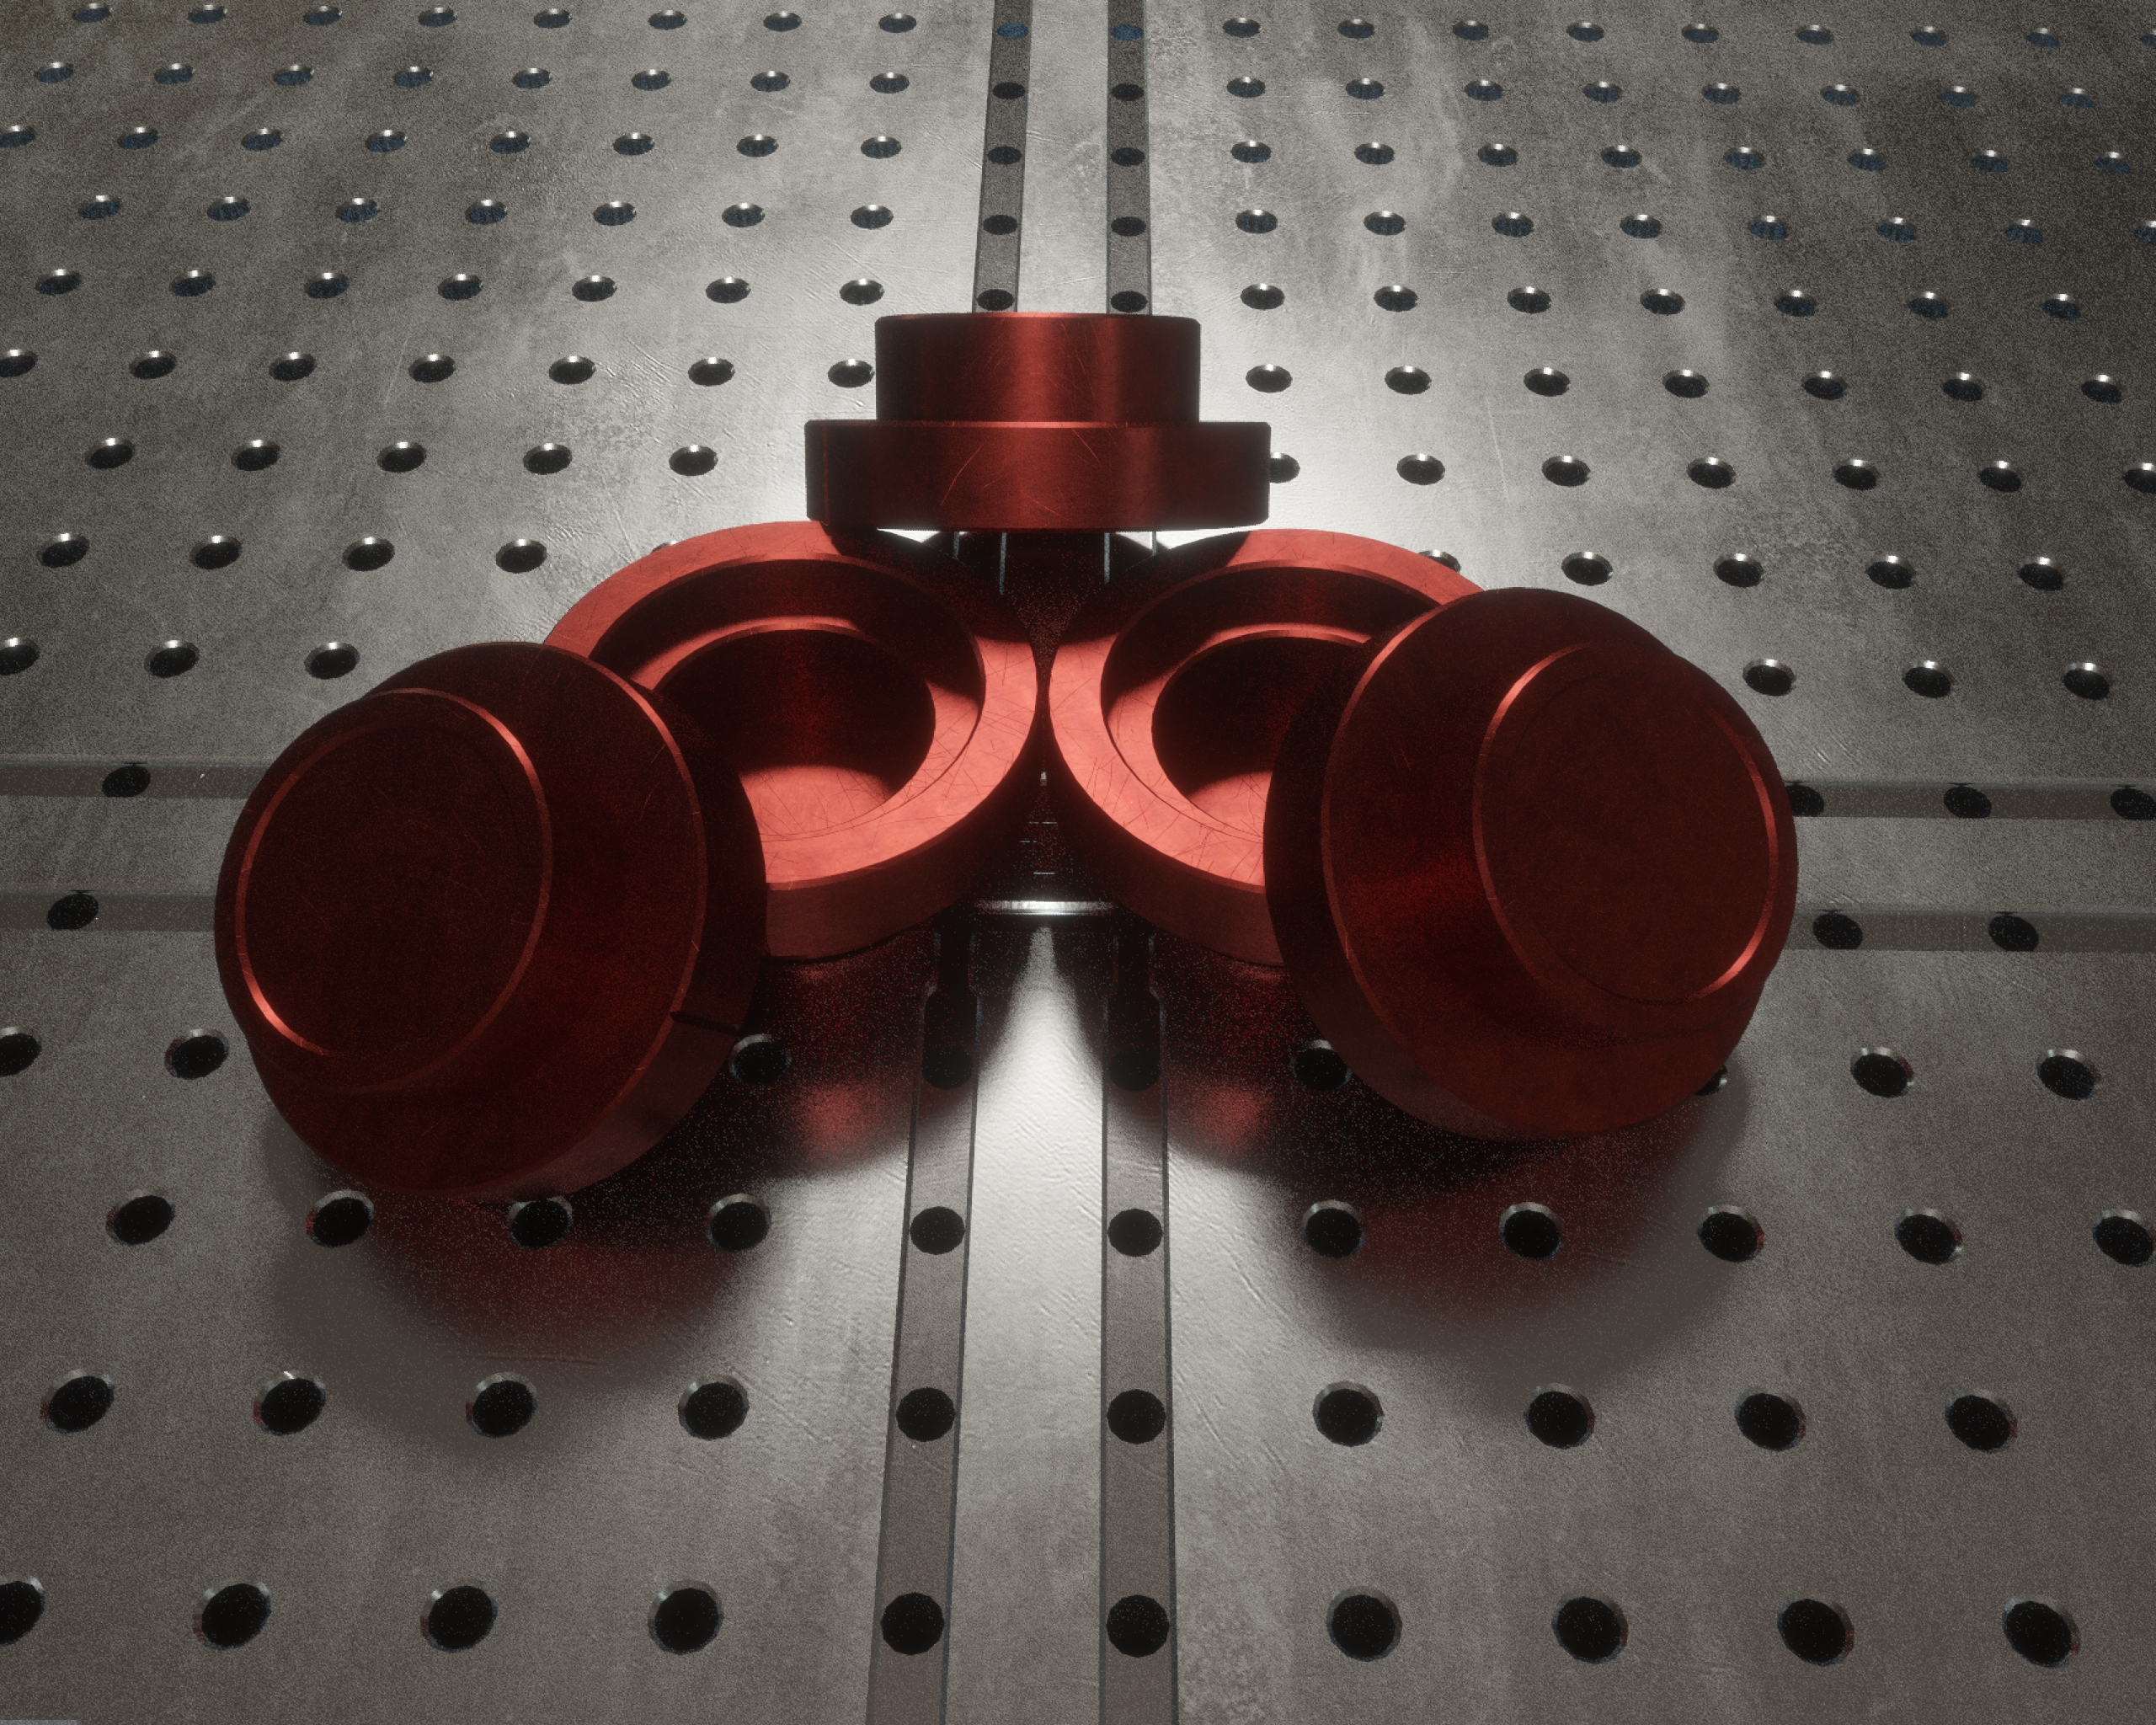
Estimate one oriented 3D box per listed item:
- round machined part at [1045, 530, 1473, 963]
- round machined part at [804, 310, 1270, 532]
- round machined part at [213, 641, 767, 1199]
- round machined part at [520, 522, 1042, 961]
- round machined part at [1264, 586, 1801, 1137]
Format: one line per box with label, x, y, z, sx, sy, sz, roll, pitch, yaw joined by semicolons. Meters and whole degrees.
round machined part;0.043;-0.018;0.412;0.099;0.042;0.098;0;50;0
round machined part;-0.009;-0.094;0.442;0.099;0.042;0.098;0;12;0
round machined part;-0.107;0.008;0.358;0.098;0.042;0.098;-5;76;21
round machined part;-0.056;-0.019;0.411;0.099;0.042;0.098;0;50;0
round machined part;0.085;-0.001;0.364;0.099;0.042;0.097;5;79;-25
